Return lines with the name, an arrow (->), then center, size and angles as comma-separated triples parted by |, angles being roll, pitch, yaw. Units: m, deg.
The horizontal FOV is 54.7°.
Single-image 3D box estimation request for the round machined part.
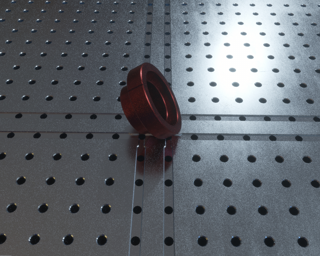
round machined part -> -0.014, -0.031, 0.397 | 0.042, 0.098, 0.098 | -23, 46, 22
